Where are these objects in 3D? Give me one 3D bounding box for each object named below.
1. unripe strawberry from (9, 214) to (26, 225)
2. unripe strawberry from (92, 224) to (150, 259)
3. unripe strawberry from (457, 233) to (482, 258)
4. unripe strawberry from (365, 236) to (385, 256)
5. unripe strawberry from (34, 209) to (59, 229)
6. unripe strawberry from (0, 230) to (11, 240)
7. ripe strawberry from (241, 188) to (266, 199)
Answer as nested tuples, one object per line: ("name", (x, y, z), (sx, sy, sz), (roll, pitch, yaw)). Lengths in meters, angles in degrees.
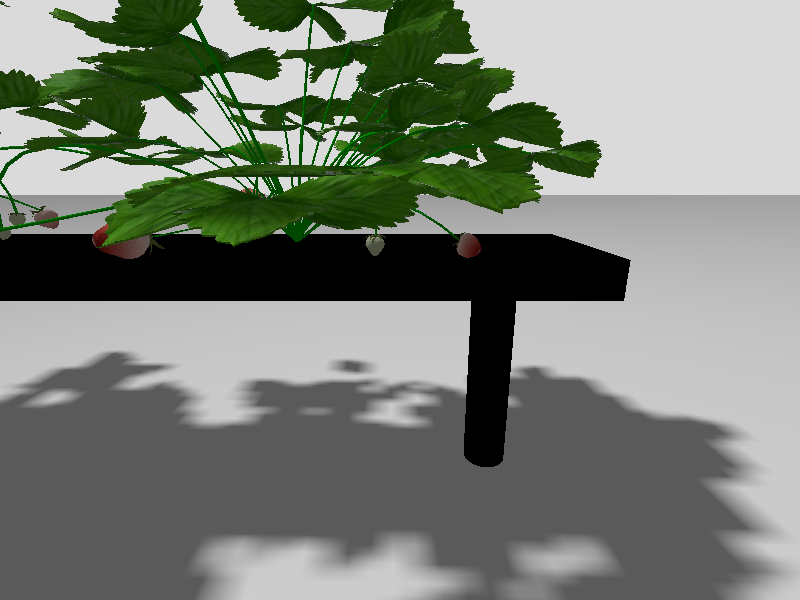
("unripe strawberry", (-0.343, -0.072, 0.359), (0.011, 0.011, 0.011), (-1, 16, -4))
("unripe strawberry", (-0.182, -0.040, 0.262), (0.031, 0.026, 0.031), (-15, 22, -41))
("unripe strawberry", (0.046, -0.036, 0.267), (0.016, 0.016, 0.015), (31, 28, 22))
("unripe strawberry", (-0.017, -0.036, 0.271), (0.012, 0.013, 0.013), (-14, 21, -40))
("unripe strawberry", (-0.391, -0.089, 0.445), (0.021, 0.022, 0.024), (-43, 34, -18))
("unripe strawberry", (-0.331, -0.055, 0.334), (0.010, 0.010, 0.009), (-1, 16, -3))
("ripe strawberry", (-0.213, -0.136, 0.574), (0.042, 0.044, 0.046), (-8, 3, -26))
